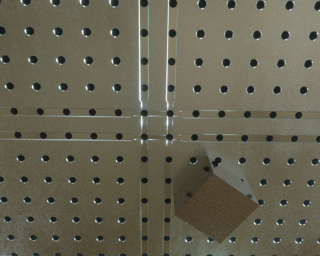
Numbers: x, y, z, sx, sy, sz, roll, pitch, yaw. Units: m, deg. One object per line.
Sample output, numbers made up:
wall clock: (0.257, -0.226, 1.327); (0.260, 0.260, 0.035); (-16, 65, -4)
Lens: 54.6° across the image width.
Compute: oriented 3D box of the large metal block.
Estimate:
large metal block: (0.077, 0.102, 0.438); (0.080, 0.050, 0.080); (35, 106, -12)
